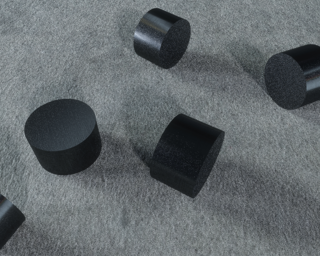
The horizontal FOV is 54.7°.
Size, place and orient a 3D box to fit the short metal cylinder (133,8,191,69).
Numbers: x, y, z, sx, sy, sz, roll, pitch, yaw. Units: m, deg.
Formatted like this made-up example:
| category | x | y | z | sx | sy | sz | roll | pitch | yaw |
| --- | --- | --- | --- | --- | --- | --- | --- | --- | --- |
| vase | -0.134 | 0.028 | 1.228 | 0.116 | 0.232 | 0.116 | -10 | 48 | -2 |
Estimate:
| category | x | y | z | sx | sy | sz | roll | pitch | yaw |
| --- | --- | --- | --- | --- | --- | --- | --- | --- | --- |
| short metal cylinder | 0.004 | -0.139 | 0.485 | 0.050 | 0.080 | 0.080 | 32 | 57 | 24 |

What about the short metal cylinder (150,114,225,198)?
| category | x | y | z | sx | sy | sz | roll | pitch | yaw |
| --- | --- | --- | --- | --- | --- | --- | --- | --- | --- |
| short metal cylinder | 0.031 | 0.030 | 0.343 | 0.050 | 0.080 | 0.080 | 25 | 54 | 19 |

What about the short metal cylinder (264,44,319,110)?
| category | x | y | z | sx | sy | sz | roll | pitch | yaw |
| --- | --- | --- | --- | --- | --- | --- | --- | --- | --- |
| short metal cylinder | 0.192 | -0.070 | 0.429 | 0.050 | 0.080 | 0.080 | -19 | 53 | -16 |

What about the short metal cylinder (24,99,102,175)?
| category | x | y | z | sx | sy | sz | roll | pitch | yaw |
| --- | --- | --- | --- | --- | --- | --- | --- | --- | --- |
| short metal cylinder | -0.115 | 0.010 | 0.377 | 0.081 | 0.050 | 0.080 | 0 | 50 | 0 |

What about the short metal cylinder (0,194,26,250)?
| category | x | y | z | sx | sy | sz | roll | pitch | yaw |
| --- | --- | --- | --- | --- | --- | --- | --- | --- | --- |
| short metal cylinder | -0.179 | 0.085 | 0.293 | 0.080 | 0.080 | 0.050 | 21 | 53 | 16 |
